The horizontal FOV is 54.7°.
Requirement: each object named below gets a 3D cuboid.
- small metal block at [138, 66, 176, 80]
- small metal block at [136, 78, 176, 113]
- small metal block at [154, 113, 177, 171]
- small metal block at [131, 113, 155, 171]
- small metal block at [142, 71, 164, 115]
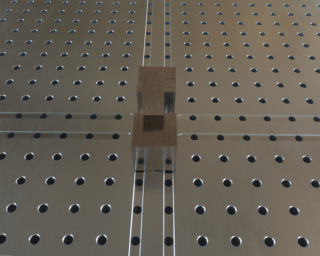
[{"bbox_3d":[-0.004,-0.060,0.441,0.050,0.050,0.025,2,50,1],"label":"small metal block"},{"bbox_3d":[-0.005,-0.040,0.424,0.050,0.050,0.025,2,50,1],"label":"small metal block"},{"bbox_3d":[0.007,0.017,0.376,0.025,0.050,0.050,1,50,1],"label":"small metal block"},{"bbox_3d":[-0.019,0.017,0.376,0.025,0.050,0.050,1,50,1],"label":"small metal block"},{"bbox_3d":[-0.008,-0.043,0.373,0.025,0.050,0.050,0,8,1],"label":"small metal block"}]
